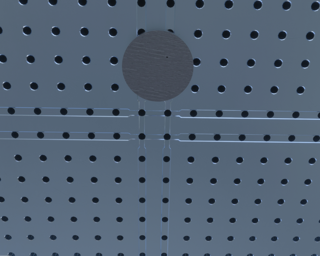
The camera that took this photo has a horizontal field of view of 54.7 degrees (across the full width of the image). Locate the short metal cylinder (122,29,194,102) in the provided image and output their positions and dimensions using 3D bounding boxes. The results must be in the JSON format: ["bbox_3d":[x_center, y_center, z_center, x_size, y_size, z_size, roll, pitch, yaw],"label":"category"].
[{"bbox_3d":[-0.003,-0.077,0.372,0.081,0.050,0.079,0,110,-1],"label":"short metal cylinder"}]
